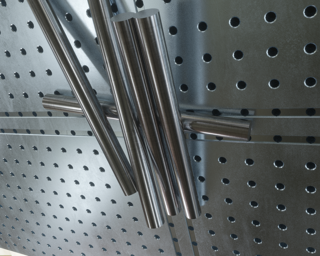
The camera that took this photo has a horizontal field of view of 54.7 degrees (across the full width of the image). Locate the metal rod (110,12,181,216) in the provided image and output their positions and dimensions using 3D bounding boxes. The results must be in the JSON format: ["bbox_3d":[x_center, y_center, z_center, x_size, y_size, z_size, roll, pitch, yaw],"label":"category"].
[{"bbox_3d":[-0.008,0.009,0.387,0.025,0.025,0.298,6,131,24],"label":"metal rod"}]

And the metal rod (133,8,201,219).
[{"bbox_3d":[0.018,0.010,0.374,0.025,0.025,0.298,5,131,25],"label":"metal rod"}]

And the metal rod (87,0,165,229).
[{"bbox_3d":[-0.039,-0.010,0.390,0.025,0.025,0.298,-5,106,30],"label":"metal rod"}]

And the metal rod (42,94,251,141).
[{"bbox_3d":[-0.033,-0.019,0.415,0.301,0.025,0.025,9,122,23],"label":"metal rod"}]

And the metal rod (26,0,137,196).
[{"bbox_3d":[-0.100,-0.047,0.406,0.025,0.025,0.299,-19,100,35],"label":"metal rod"}]
